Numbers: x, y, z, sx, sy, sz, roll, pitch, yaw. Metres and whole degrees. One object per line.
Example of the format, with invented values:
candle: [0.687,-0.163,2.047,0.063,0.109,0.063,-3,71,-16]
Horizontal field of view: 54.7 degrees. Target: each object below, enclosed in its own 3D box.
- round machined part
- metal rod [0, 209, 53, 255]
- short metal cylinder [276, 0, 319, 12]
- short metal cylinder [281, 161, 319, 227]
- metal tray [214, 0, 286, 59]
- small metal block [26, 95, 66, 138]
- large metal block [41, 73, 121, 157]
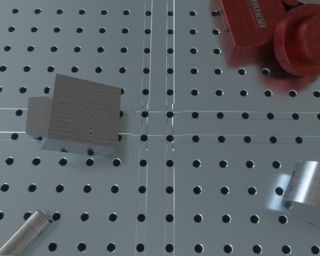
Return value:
round machined part: [0.210,-0.121,0.424,0.099,0.042,0.097,-3,99,-18]
metal rod: [-0.236,0.213,0.332,0.025,0.025,0.301,39,74,13]
short metal cylinder: [0.223,-0.200,0.473,0.081,0.050,0.080,0,70,0]
short metal cylinder: [0.188,0.080,0.354,0.080,0.080,0.050,26,72,9]
metal tray: [0.139,-0.175,0.474,0.091,0.030,0.130,-10,70,-4]
small metal block: [-0.148,-0.015,0.416,0.050,0.025,0.050,-4,70,-2]
large metal block: [-0.097,-0.013,0.386,0.081,0.050,0.080,10,68,-26]
